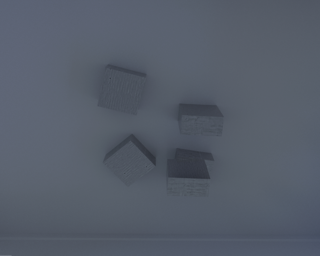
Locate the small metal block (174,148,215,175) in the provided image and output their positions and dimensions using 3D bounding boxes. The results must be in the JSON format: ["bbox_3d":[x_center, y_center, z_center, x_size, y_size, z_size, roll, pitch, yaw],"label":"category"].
[{"bbox_3d":[0.044,0.059,0.434,0.050,0.025,0.050,9,110,-4],"label":"small metal block"}]

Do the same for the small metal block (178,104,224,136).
[{"bbox_3d":[0.050,-0.011,0.395,0.050,0.050,0.025,3,110,-2],"label":"small metal block"}]

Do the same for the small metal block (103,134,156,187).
[{"bbox_3d":[-0.041,0.045,0.427,0.050,0.025,0.050,-39,106,12],"label":"small metal block"}]

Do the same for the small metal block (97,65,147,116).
[{"bbox_3d":[-0.048,-0.048,0.393,0.050,0.025,0.050,13,110,-6],"label":"small metal block"}]

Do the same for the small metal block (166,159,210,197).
[{"bbox_3d":[0.034,0.063,0.395,0.050,0.050,0.025,3,110,-1],"label":"small metal block"}]
